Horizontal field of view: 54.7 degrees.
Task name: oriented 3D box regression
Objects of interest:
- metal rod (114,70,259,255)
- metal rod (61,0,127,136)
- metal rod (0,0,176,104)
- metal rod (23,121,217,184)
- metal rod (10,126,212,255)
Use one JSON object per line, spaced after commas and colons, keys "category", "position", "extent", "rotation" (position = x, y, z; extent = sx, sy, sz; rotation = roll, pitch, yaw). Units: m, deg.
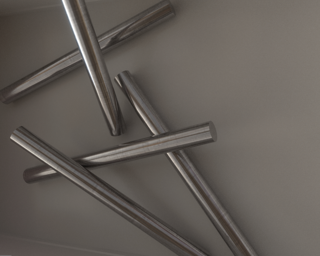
{"category": "metal rod", "position": [0.031, 0.049, 0.398], "extent": [0.025, 0.025, 0.299], "rotation": [-38, 78, 16]}
{"category": "metal rod", "position": [-0.091, -0.120, 0.357], "extent": [0.025, 0.025, 0.298], "rotation": [-3, 123, 20]}
{"category": "metal rod", "position": [-0.117, -0.104, 0.450], "extent": [0.300, 0.025, 0.025], "rotation": [-22, 83, 18]}
{"category": "metal rod", "position": [-0.071, 0.039, 0.416], "extent": [0.300, 0.025, 0.025], "rotation": [-15, 85, 25]}
{"category": "metal rod", "position": [-0.067, 0.088, 0.405], "extent": [0.301, 0.025, 0.025], "rotation": [33, 101, 6]}
